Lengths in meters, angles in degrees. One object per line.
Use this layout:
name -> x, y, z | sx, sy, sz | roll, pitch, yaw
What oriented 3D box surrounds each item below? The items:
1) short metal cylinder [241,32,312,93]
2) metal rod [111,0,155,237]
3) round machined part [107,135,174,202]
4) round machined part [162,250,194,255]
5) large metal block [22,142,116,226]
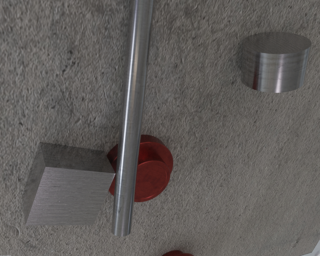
short metal cylinder -> 0.146, -0.086, 0.398 | 0.081, 0.080, 0.050 | -19, 126, -18
metal rod -> -0.032, -0.012, 0.348 | 0.025, 0.025, 0.298 | -2, 109, -28
round machined part -> -0.025, 0.061, 0.420 | 0.099, 0.042, 0.097 | -14, 124, -21
round machined part -> 0.025, 0.268, 0.575 | 0.099, 0.042, 0.097 | -14, 124, -21
large metal block -> -0.111, 0.069, 0.373 | 0.081, 0.050, 0.079 | 12, 112, -33
